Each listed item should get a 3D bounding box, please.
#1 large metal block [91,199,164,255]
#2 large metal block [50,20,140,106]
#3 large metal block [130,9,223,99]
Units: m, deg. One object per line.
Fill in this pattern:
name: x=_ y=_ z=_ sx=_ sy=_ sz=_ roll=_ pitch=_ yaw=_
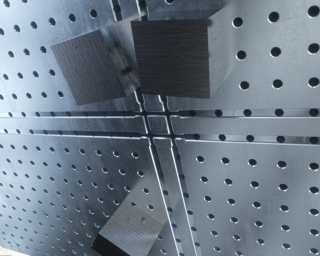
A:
large metal block: x=-0.053 y=0.180 z=0.516 sx=0.080 sy=0.080 sz=0.050 roll=33 pitch=129 yaw=7
large metal block: x=-0.075 y=-0.079 z=0.386 sx=0.080 sy=0.050 sz=0.080 roll=-6 pitch=115 yaw=31
large metal block: x=0.021 y=-0.080 z=0.334 sx=0.080 sy=0.050 sz=0.080 roll=7 pitch=122 yaw=24
